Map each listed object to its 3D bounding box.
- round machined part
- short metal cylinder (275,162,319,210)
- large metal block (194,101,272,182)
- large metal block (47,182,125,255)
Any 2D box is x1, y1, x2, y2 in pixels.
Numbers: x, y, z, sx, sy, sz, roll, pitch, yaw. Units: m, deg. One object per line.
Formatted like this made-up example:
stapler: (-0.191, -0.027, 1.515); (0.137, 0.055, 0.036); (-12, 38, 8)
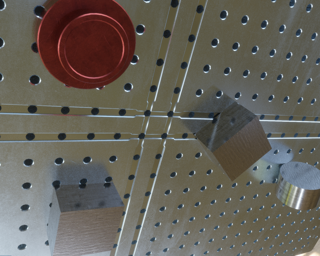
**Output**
round machined part: (-0.070, -0.084, 0.310); (0.099, 0.042, 0.097); (-14, 124, -21)
short metal cylinder: (0.264, 0.108, 0.587); (0.081, 0.080, 0.050); (-13, 124, -21)
large metal block: (0.112, 0.021, 0.469); (0.080, 0.050, 0.080); (-39, 129, -2)
large metal block: (-0.102, 0.122, 0.415); (0.081, 0.050, 0.079); (2, 117, -30)
